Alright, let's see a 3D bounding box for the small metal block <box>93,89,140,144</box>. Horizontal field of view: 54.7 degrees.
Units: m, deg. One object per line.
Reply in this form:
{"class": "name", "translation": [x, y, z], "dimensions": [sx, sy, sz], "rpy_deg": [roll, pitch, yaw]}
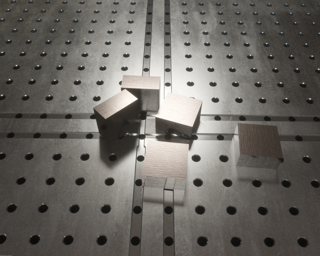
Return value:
{"class": "small metal block", "translation": [-0.055, -0.015, 0.403], "dimensions": [0.050, 0.050, 0.025], "rpy_deg": [-36, 59, -26]}

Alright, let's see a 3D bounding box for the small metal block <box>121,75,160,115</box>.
{"class": "small metal block", "translation": [-0.025, -0.045, 0.429], "dimensions": [0.050, 0.050, 0.025], "rpy_deg": [3, 50, 2]}

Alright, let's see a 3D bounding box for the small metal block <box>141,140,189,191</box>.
{"class": "small metal block", "translation": [0.007, 0.044, 0.371], "dimensions": [0.050, 0.025, 0.050], "rpy_deg": [6, 50, 4]}

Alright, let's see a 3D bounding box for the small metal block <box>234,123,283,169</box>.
{"class": "small metal block", "translation": [0.122, 0.022, 0.390], "dimensions": [0.050, 0.025, 0.050], "rpy_deg": [5, 50, 3]}

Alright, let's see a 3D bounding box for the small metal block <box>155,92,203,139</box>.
{"class": "small metal block", "translation": [0.026, -0.018, 0.423], "dimensions": [0.050, 0.025, 0.050], "rpy_deg": [16, 52, 12]}
